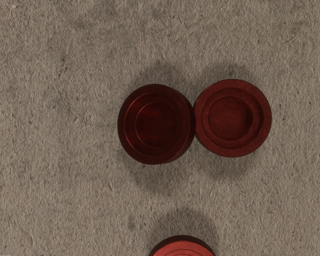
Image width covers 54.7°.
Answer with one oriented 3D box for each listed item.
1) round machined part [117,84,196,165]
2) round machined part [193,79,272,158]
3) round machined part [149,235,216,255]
[{"bbox_3d":[-0.001,-0.003,0.389,0.098,0.042,0.097,-2,86,25],"label":"round machined part"},{"bbox_3d":[0.089,-0.012,0.402,0.099,0.042,0.097,0,90,-1],"label":"round machined part"},{"bbox_3d":[0.029,0.187,0.402,0.099,0.042,0.097,0,90,-1],"label":"round machined part"}]
